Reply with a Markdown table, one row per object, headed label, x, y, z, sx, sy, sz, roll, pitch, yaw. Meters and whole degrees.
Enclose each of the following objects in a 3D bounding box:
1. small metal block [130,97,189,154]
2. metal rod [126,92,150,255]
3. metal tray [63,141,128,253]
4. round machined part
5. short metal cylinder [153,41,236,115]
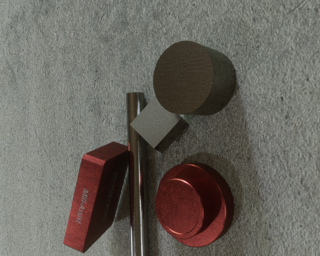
| label | x | y | z | sx | sy | sz | roll | pitch | yaw |
| --- | --- | --- | --- | --- | --- | --- | --- | --- | --- |
| small metal block | -0.001 | -0.005 | 0.393 | 0.050 | 0.025 | 0.050 | -48 | 59 | 2 |
| metal rod | -0.029 | 0.101 | 0.426 | 0.025 | 0.025 | 0.298 | -3 | 88 | 39 |
| metal tray | -0.083 | 0.090 | 0.425 | 0.030 | 0.090 | 0.129 | 18 | 103 | 14 |
| round machined part | 0.033 | 0.091 | 0.365 | 0.098 | 0.042 | 0.097 | 0 | 90 | 39 |
| short metal cylinder | 0.039 | -0.055 | 0.355 | 0.080 | 0.050 | 0.079 | 0 | 90 | 39 |
